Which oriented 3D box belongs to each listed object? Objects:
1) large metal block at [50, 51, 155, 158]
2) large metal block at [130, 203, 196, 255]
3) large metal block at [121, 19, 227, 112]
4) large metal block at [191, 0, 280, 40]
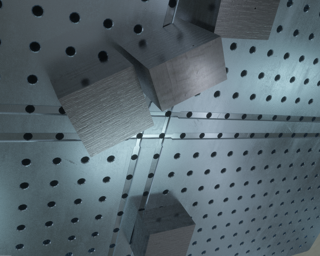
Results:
[{"bbox_3d":[-0.062,-0.027,0.345,0.080,0.050,0.080,-27,128,-12],"label":"large metal block"},{"bbox_3d":[0.003,0.177,0.509,0.081,0.050,0.079,-3,120,-28],"label":"large metal block"},{"bbox_3d":[0.014,-0.072,0.340,0.080,0.080,0.050,-27,128,-12],"label":"large metal block"},{"bbox_3d":[0.089,-0.148,0.354,0.081,0.050,0.079,-6,121,-26],"label":"large metal block"}]
